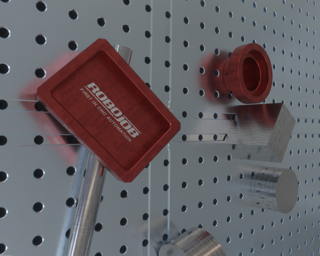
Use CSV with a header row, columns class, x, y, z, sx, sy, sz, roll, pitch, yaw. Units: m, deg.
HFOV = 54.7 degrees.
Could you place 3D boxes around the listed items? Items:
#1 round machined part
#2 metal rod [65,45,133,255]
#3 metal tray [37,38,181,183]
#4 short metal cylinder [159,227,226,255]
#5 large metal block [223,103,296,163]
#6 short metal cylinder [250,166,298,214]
class,x,y,z,sx,sy,sz,roll,pitch,yaw
round machined part,0.143,-0.089,0.518,0.099,0.042,0.097,0,90,-40
metal rod,-0.073,0.051,0.347,0.025,0.025,0.299,18,79,-39
metal tray,-0.051,-0.017,0.331,0.130,0.030,0.090,48,71,-12
short metal cylinder,0.043,0.181,0.410,0.050,0.080,0.079,-17,101,-39
large metal block,0.164,0.007,0.511,0.050,0.080,0.080,43,64,-32
short metal cylinder,0.211,0.112,0.570,0.081,0.050,0.079,0,90,-40
